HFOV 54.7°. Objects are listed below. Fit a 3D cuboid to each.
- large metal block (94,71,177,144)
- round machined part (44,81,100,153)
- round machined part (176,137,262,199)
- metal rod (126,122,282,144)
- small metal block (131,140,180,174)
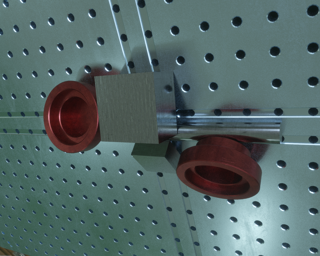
[{"bbox_3d":[-0.028,-0.026,0.379,0.080,0.050,0.079,1,101,27],"label":"large metal block"},{"bbox_3d":[-0.112,-0.015,0.433,0.098,0.042,0.097,1,93,28],"label":"round machined part"},{"bbox_3d":[0.072,0.046,0.375,0.098,0.042,0.098,14,148,9],"label":"round machined part"},{"bbox_3d":[0.002,0.004,0.414,0.300,0.025,0.025,1,119,27],"label":"metal rod"},{"bbox_3d":[-0.003,0.039,0.425,0.050,0.025,0.050,1,148,28],"label":"small metal block"}]
